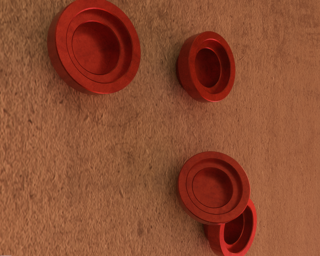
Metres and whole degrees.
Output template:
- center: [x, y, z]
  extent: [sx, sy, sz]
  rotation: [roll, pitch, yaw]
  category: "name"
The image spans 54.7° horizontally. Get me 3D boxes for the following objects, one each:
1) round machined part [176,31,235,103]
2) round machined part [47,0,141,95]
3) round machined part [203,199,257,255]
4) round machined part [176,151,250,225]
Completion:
- center: [0.061, -0.085, 0.445]
  extent: [0.099, 0.042, 0.097]
  rotation: [0, 90, -40]
  category: "round machined part"
- center: [-0.073, -0.084, 0.333]
  extent: [0.099, 0.042, 0.097]
  rotation: [0, 90, -40]
  category: "round machined part"
- center: [0.105, 0.149, 0.480]
  extent: [0.099, 0.042, 0.097]
  rotation: [-2, 92, -42]
  category: "round machined part"
- center: [0.071, 0.085, 0.431]
  extent: [0.099, 0.042, 0.098]
  rotation: [2, 65, -5]
  category: "round machined part"
